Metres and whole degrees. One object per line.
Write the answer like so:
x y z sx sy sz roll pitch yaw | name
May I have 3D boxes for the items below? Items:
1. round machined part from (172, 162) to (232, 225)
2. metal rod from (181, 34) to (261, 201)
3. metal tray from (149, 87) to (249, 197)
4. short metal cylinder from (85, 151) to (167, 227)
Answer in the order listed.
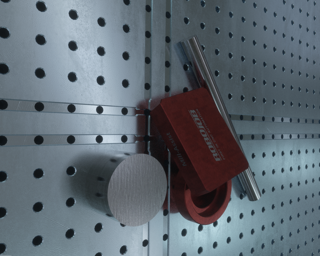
0.056 0.085 0.445 0.099 0.042 0.097 0 90 -40 | round machined part
0.104 -0.003 0.495 0.025 0.025 0.299 -41 115 -32 | metal rod
0.054 0.015 0.418 0.091 0.030 0.130 -21 79 -38 | metal tray
-0.039 0.068 0.360 0.081 0.050 0.080 0 90 -40 | short metal cylinder
